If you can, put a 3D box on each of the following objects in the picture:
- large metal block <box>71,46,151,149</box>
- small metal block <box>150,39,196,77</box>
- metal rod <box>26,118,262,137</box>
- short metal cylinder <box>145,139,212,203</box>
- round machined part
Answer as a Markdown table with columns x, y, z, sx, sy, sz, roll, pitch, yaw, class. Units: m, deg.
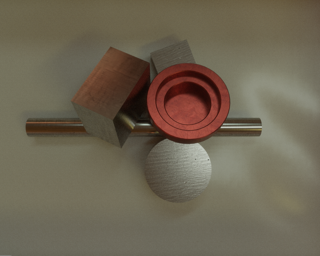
| x | y | z | sx | sy | sz | roll | pitch | yaw | class |
| --- | --- | --- | --- | --- | --- | --- | --- | --- | --- |
| -0.052 | -0.033 | 0.367 | 0.050 | 0.080 | 0.080 | 25 | 67 | 11 | large metal block |
| 0.020 | -0.082 | 0.411 | 0.050 | 0.025 | 0.050 | -21 | 90 | -1 | small metal block |
| -0.020 | -0.001 | 0.408 | 0.302 | 0.025 | 0.025 | 0 | 90 | -1 | metal rod |
| 0.022 | 0.050 | 0.397 | 0.081 | 0.050 | 0.079 | 0 | 90 | -1 | short metal cylinder |
| 0.033 | -0.027 | 0.383 | 0.099 | 0.042 | 0.098 | 0 | 72 | 0 | round machined part |
